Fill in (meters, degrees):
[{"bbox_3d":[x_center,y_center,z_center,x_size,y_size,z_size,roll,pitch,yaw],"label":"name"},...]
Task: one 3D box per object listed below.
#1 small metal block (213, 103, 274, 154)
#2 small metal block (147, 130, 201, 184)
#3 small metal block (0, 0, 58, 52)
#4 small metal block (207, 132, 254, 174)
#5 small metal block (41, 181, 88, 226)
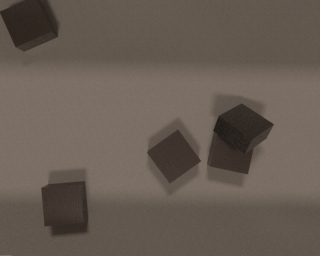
[{"bbox_3d":[0.105,0.000,0.390,0.050,0.025,0.050,-26,54,-37],"label":"small metal block"},{"bbox_3d":[0.018,0.037,0.412,0.050,0.025,0.050,-36,90,0],"label":"small metal block"},{"bbox_3d":[-0.172,-0.136,0.409,0.050,0.025,0.050,-24,90,-1],"label":"small metal block"},{"bbox_3d":[0.094,0.031,0.413,0.050,0.025,0.050,12,90,-1],"label":"small metal block"},{"bbox_3d":[-0.125,0.099,0.410,0.050,0.025,0.050,-5,90,-1],"label":"small metal block"}]
